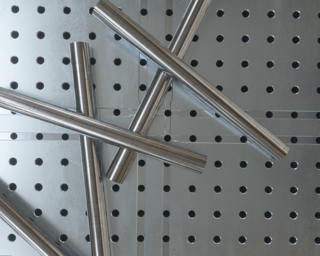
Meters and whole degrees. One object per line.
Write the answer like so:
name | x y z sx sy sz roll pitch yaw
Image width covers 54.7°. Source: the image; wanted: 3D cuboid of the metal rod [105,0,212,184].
metal rod | 0.004 -0.066 0.413 0.025 0.025 0.299 26 90 -1

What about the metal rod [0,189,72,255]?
metal rod | -0.209 0.104 0.410 0.300 0.025 0.025 43 90 -1

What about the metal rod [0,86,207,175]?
metal rod | -0.088 -0.001 0.386 0.302 0.025 0.025 19 90 -1

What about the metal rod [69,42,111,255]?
metal rod | -0.092 0.037 0.412 0.025 0.025 0.298 -6 90 -1

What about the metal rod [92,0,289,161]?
metal rod | 0.045 -0.056 0.393 0.301 0.025 0.025 37 90 -9
